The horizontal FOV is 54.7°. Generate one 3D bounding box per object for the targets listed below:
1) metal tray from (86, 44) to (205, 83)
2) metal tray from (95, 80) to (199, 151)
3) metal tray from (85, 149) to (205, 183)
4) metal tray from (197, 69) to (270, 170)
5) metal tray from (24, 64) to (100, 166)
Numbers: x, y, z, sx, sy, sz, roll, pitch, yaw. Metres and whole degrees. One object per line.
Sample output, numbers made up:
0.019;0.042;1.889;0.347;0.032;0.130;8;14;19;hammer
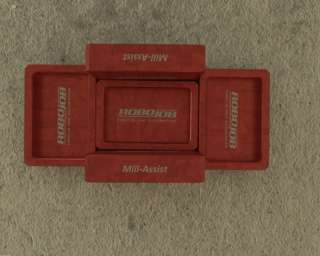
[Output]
-0.016;-0.076;0.378;0.131;0.090;0.030;0;90;-1;metal tray
-0.017;-0.016;0.408;0.131;0.030;0.089;1;90;-1;metal tray
-0.016;0.044;0.377;0.131;0.090;0.030;0;90;-1;metal tray
0.095;-0.011;0.410;0.091;0.030;0.129;1;90;-1;metal tray
-0.127;-0.016;0.407;0.091;0.030;0.129;1;90;-1;metal tray
